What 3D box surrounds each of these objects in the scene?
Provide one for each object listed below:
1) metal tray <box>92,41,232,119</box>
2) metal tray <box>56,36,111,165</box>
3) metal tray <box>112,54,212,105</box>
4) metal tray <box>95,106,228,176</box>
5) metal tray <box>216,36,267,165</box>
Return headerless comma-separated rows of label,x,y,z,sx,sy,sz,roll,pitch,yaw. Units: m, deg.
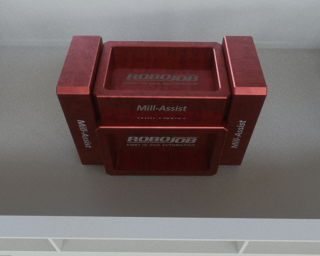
metal tray,0.002,-0.053,0.327,0.131,0.030,0.090,1,50,0
metal tray,-0.079,-0.028,0.357,0.030,0.129,0.090,0,51,0
metal tray,0.003,-0.052,0.402,0.131,0.090,0.030,0,51,0
metal tray,0.002,0.017,0.344,0.131,0.089,0.030,0,50,0
metal tray,0.084,-0.027,0.357,0.030,0.129,0.090,1,51,1
